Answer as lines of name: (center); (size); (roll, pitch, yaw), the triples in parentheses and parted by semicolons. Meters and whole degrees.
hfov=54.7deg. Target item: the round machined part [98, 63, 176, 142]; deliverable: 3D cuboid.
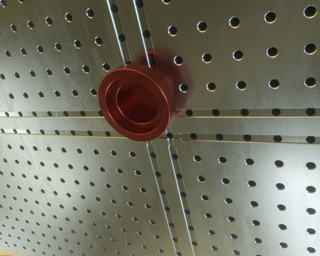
round machined part: (-0.025, -0.035, 0.390); (0.098, 0.042, 0.097); (13, 124, 20)
